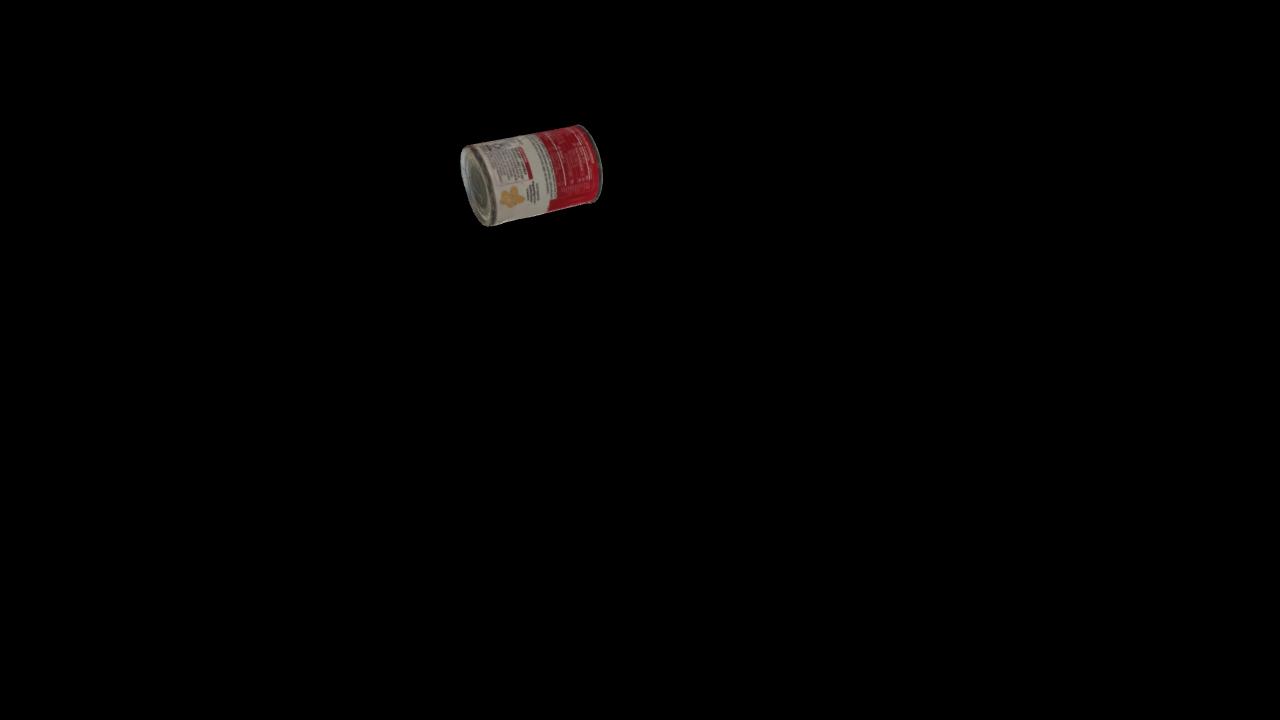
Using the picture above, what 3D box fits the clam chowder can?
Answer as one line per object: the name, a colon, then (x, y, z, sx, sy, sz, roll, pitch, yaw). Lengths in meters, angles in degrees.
clam chowder can: (-0.092, -0.157, 0.522, 0.102, 0.068, 0.068, -21, 9, -26)
